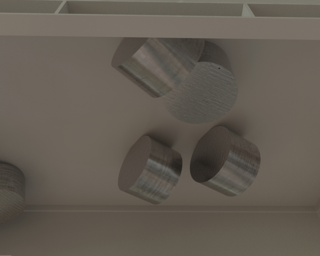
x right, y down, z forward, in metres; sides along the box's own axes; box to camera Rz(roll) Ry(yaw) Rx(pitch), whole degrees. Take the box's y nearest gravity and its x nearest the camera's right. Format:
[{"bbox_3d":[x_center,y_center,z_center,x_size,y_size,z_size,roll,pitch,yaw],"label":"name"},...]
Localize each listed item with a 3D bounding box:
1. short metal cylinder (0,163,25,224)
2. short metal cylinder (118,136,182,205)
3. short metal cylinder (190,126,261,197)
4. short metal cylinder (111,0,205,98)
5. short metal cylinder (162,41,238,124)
[{"bbox_3d":[-0.244,0.098,0.459,0.081,0.050,0.079,-13,133,-14],"label":"short metal cylinder"},{"bbox_3d":[-0.014,0.057,0.421,0.050,0.080,0.080,29,124,-23],"label":"short metal cylinder"},{"bbox_3d":[0.085,0.044,0.411,0.050,0.080,0.080,28,125,-22],"label":"short metal cylinder"},{"bbox_3d":[-0.003,-0.077,0.307,0.050,0.080,0.080,37,121,-27],"label":"short metal cylinder"},{"bbox_3d":[0.043,-0.051,0.349,0.081,0.050,0.079,0,130,0],"label":"short metal cylinder"}]
